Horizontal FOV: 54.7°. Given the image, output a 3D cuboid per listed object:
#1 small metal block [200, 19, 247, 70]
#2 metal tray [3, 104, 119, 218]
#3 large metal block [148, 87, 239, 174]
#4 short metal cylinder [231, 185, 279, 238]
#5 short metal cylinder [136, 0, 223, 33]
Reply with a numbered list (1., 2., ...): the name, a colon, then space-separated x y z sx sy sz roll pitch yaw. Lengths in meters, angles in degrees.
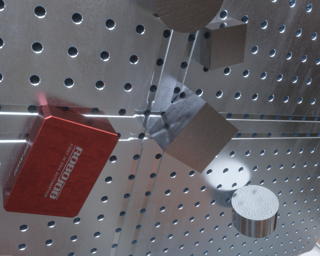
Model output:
1. small metal block: 0.079 -0.105 0.389 0.050 0.025 0.050 -17 125 -19
2. metal tray: -0.119 0.045 0.371 0.091 0.030 0.129 19 108 -36
3. large metal block: 0.046 0.004 0.423 0.080 0.050 0.080 34 99 -39
4. short metal cylinder: 0.171 0.150 0.562 0.081 0.080 0.050 -21 127 -16
5. short metal cylinder: 0.020 -0.144 0.317 0.081 0.050 0.079 -14 124 -21
